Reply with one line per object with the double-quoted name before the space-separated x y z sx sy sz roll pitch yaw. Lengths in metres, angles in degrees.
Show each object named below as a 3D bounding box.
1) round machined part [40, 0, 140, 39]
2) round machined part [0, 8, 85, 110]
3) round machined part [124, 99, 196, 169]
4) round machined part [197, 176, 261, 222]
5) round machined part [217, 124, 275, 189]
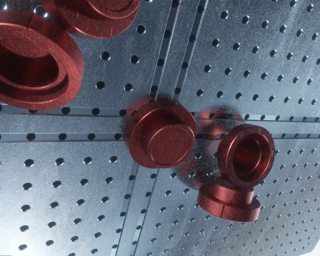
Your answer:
"round machined part" -0.053 -0.128 0.268 0.099 0.042 0.097 -12 107 -43
"round machined part" -0.118 -0.063 0.278 0.099 0.042 0.098 -1 142 0
"round machined part" 0.006 0.015 0.412 0.099 0.042 0.097 -14 124 -21
"round machined part" 0.111 0.108 0.493 0.099 0.098 0.042 6 100 -31
"round machined part" 0.128 0.041 0.483 0.099 0.042 0.097 -6 103 -27
